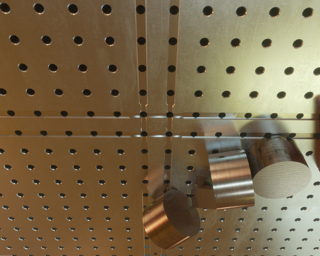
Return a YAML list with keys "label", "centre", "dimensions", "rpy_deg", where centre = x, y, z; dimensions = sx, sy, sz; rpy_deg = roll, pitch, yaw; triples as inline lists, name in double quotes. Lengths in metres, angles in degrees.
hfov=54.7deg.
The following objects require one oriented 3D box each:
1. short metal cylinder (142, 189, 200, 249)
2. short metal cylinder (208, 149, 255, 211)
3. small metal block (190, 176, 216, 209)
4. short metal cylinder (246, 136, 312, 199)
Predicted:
- label: "short metal cylinder"
  centre: [0.019, 0.147, 0.501]
  dimensions: [0.080, 0.080, 0.050]
  rpy_deg: [33, 123, -25]
- label: "short metal cylinder"
  centre: [0.099, 0.073, 0.439]
  dimensions: [0.050, 0.080, 0.080]
  rpy_deg: [-9, 130, 8]
- label: "small metal block"
  centre: [0.079, 0.106, 0.502]
  dimensions: [0.050, 0.025, 0.050]
  rpy_deg: [6, 130, -6]
- label: "short metal cylinder"
  centre: [0.167, 0.057, 0.445]
  dimensions: [0.081, 0.050, 0.079]
  rpy_deg: [0, 130, 0]
